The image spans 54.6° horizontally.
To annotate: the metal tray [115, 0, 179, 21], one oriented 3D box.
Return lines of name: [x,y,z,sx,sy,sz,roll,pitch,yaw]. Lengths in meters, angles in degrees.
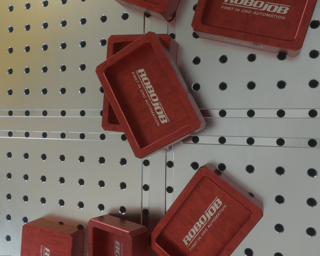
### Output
metal tray: [-0.004,-0.221,0.411,0.090,0.030,0.129,26,98,18]

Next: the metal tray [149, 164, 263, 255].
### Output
metal tray: [0.055,0.122,0.390,0.090,0.030,0.130,38,102,16]

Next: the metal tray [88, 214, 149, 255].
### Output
metal tray: [-0.057,0.190,0.413,0.090,0.030,0.129,0,90,42]

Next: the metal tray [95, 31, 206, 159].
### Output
metal tray: [-0.013,-0.039,0.382,0.090,0.030,0.130,-29,81,17]

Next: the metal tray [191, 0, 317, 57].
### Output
metal tray: [0.113,-0.145,0.370,0.130,0.030,0.090,18,96,19]

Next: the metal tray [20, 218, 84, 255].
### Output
metal tray: [-0.166,0.212,0.470,0.090,0.030,0.129,6,92,20]

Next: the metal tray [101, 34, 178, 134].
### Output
metal tray: [-0.028,-0.058,0.420,0.090,0.030,0.129,5,92,20]
